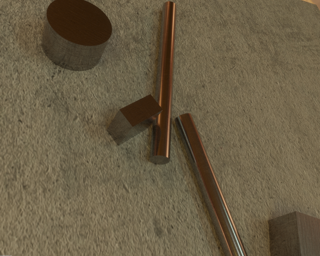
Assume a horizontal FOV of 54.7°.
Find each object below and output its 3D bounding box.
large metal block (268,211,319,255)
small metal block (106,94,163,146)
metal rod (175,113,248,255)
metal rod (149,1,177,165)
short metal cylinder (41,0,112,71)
[{"bbox_3d":[0.190,0.161,0.394,0.080,0.050,0.080,21,54,-16],"label":"large metal block"},{"bbox_3d":[-0.031,-0.010,0.378,0.050,0.050,0.025,-32,80,-38],"label":"small metal block"},{"bbox_3d":[0.078,0.117,0.376,0.025,0.025,0.299,-5,64,-31],"label":"metal rod"},{"bbox_3d":[0.008,-0.086,0.462,0.025,0.025,0.300,17,55,-19],"label":"metal rod"},{"bbox_3d":[-0.109,-0.122,0.404,0.081,0.050,0.080,14,56,-21],"label":"short metal cylinder"}]
